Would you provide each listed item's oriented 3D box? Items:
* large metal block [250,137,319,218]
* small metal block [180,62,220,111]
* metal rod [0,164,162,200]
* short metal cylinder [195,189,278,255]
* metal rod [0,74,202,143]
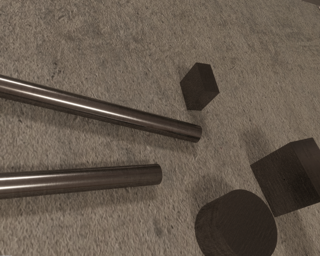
[{"bbox_3d":[0.185,0.069,0.429,0.050,0.080,0.080,-7,66,-32],"label":"large metal block"},{"bbox_3d":[0.057,-0.060,0.457,0.025,0.050,0.050,2,61,-28],"label":"small metal block"},{"bbox_3d":[-0.136,0.054,0.297,0.303,0.025,0.025,0,62,-28],"label":"metal rod"},{"bbox_3d":[0.089,0.119,0.365,0.081,0.050,0.080,14,56,-21],"label":"short metal cylinder"},{"bbox_3d":[-0.085,-0.024,0.373,0.302,0.025,0.025,14,56,-21],"label":"metal rod"}]
